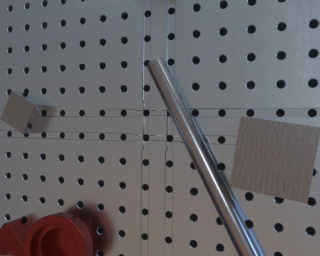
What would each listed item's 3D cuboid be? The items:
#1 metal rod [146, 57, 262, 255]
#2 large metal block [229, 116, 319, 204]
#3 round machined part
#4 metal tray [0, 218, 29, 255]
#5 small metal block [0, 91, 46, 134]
[{"bbox_3d":[0.057,0.046,0.392,0.025,0.025,0.299,-28,81,18],"label":"metal rod"},{"bbox_3d":[0.129,0.032,0.354,0.080,0.050,0.079,10,93,19],"label":"large metal block"},{"bbox_3d":[-0.142,0.172,0.449,0.098,0.042,0.097,-1,85,14],"label":"round machined part"},{"bbox_3d":[-0.243,0.223,0.496,0.090,0.030,0.130,44,103,14],"label":"metal tray"},{"bbox_3d":[-0.216,-0.025,0.489,0.050,0.025,0.050,29,99,17],"label":"small metal block"}]
